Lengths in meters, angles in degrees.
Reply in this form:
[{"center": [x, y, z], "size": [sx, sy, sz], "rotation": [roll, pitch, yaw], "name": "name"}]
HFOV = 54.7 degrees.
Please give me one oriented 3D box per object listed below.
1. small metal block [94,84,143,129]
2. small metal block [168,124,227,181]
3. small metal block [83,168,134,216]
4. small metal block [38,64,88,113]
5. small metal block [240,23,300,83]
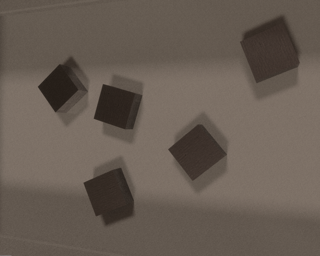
[{"center": [-0.058, -0.029, 0.430], "size": [0.050, 0.025, 0.050], "rotation": [18, 96, 18], "name": "small metal block"}, {"center": [0.048, 0.030, 0.393], "size": [0.050, 0.025, 0.050], "rotation": [-41, 78, 15], "name": "small metal block"}, {"center": [-0.072, 0.089, 0.435], "size": [0.050, 0.025, 0.050], "rotation": [-25, 82, 18], "name": "small metal block"}, {"center": [-0.144, -0.058, 0.460], "size": [0.050, 0.025, 0.050], "rotation": [-41, 78, 15], "name": "small metal block"}, {"center": [0.129, -0.087, 0.365], "size": [0.050, 0.025, 0.050], "rotation": [-22, 83, 18], "name": "small metal block"}]
